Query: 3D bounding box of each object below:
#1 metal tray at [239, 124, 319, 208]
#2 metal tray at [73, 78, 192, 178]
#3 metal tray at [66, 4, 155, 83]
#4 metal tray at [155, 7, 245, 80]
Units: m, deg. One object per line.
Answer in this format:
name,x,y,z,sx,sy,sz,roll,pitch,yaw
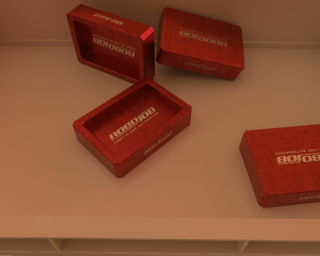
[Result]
metal tray,0.171,0.041,0.368,0.131,0.030,0.090,-5,50,-4
metal tray,-0.034,-0.007,0.406,0.131,0.030,0.090,-37,59,-27
metal tray,-0.071,-0.123,0.465,0.130,0.090,0.030,23,54,18
metal tray,0.063,-0.130,0.479,0.131,0.030,0.090,10,61,-11
